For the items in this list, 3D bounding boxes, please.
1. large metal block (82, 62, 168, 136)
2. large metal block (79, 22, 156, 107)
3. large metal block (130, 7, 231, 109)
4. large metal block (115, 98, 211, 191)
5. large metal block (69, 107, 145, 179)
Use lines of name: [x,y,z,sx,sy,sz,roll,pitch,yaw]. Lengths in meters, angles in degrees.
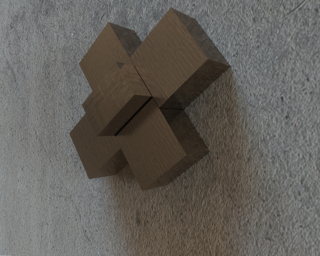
large metal block: [-0.039,-0.033,0.400,0.080,0.081,0.050,-44,64,31]
large metal block: [-0.059,-0.085,0.435,0.080,0.050,0.080,-44,64,31]
large metal block: [0.022,-0.079,0.370,0.080,0.050,0.080,-44,64,31]
large metal block: [0.001,0.020,0.386,0.080,0.050,0.080,-44,64,31]
large metal block: [-0.077,0.017,0.451,0.080,0.050,0.080,-44,64,31]
